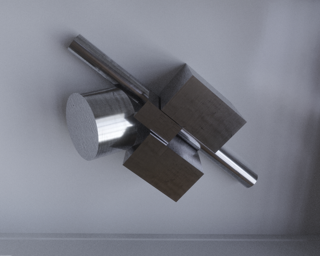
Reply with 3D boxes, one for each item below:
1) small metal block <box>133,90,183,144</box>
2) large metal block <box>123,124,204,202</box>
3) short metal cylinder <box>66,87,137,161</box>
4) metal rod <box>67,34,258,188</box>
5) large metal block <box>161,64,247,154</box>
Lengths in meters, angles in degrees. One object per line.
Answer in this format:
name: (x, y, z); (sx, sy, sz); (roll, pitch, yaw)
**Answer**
small metal block: (-0.002, -0.015, 0.367); (0.050, 0.050, 0.025); (39, 105, -14)
large metal block: (0.004, 0.034, 0.394); (0.080, 0.080, 0.050); (37, 106, -13)
short metal cylinder: (-0.071, -0.006, 0.371); (0.050, 0.080, 0.079); (-15, 116, -37)
metal rod: (0.013, -0.014, 0.406); (0.301, 0.025, 0.025); (37, 106, -13)
large metal block: (0.048, -0.027, 0.372); (0.080, 0.080, 0.050); (38, 105, -13)
